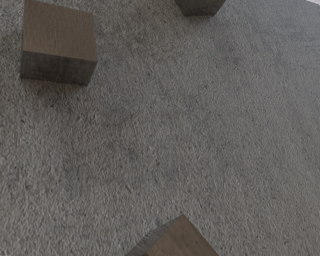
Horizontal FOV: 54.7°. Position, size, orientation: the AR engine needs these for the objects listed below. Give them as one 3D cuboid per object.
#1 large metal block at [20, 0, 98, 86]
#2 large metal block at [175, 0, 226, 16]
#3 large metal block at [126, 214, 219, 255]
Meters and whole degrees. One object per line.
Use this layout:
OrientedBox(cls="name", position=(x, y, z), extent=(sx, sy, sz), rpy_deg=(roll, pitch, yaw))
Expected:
OrientedBox(cls="large metal block", position=(-0.126, -0.104, 0.383), extent=(0.081, 0.050, 0.080), rpy_deg=(4, 60, -27))
OrientedBox(cls="large metal block", position=(0.070, -0.260, 0.584), extent=(0.081, 0.050, 0.080), rpy_deg=(-16, 70, -34))
OrientedBox(cls="large metal block", position=(0.015, 0.138, 0.292), extent=(0.080, 0.080, 0.050), rpy_deg=(49, 51, 6))
